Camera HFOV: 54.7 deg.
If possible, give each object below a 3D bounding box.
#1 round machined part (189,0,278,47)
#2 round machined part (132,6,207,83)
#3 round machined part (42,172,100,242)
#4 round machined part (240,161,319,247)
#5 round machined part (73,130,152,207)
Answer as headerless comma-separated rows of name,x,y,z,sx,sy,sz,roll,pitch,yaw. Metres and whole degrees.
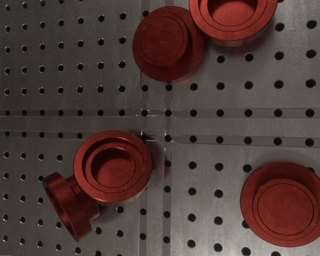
round machined part,0.086,-0.144,0.368,0.098,0.042,0.097,-1,86,12
round machined part,0.009,-0.109,0.400,0.098,0.042,0.097,0,90,19
round machined part,-0.119,0.102,0.426,0.098,0.042,0.097,39,145,35
round machined part,0.142,0.088,0.354,0.098,0.042,0.097,0,90,19
round machined part,-0.061,0.055,0.407,0.099,0.042,0.098,4,60,-7
